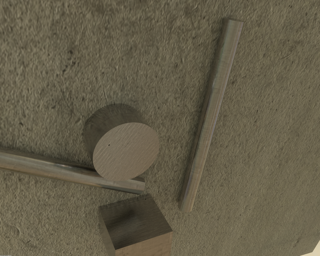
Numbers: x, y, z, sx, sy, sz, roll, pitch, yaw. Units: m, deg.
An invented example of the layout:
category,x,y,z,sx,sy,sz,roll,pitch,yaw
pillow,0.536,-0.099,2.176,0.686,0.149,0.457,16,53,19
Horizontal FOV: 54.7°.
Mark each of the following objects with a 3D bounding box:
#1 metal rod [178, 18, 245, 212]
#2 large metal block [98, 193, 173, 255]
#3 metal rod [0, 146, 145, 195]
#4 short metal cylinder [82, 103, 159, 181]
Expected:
category,x,y,z,sx,sy,sz,roll,pitch,yaw
metal rod,0.066,-0.001,0.442,0.025,0.025,0.298,-4,120,-27
large metal block,-0.037,0.147,0.442,0.081,0.080,0.050,-10,123,-23
metal rod,-0.144,0.042,0.353,0.302,0.025,0.025,19,108,-36
short metal cylinder,-0.048,0.017,0.375,0.081,0.050,0.079,-14,124,-21
